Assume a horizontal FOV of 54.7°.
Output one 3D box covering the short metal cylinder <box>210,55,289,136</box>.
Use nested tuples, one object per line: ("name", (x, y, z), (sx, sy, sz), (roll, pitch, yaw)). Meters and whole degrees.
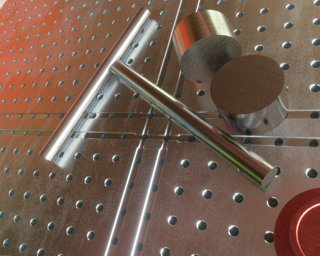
("short metal cylinder", (0.105, -0.038, 0.360), (0.080, 0.050, 0.080), (-13, 56, 21))

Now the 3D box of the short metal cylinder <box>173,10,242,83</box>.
("short metal cylinder", (0.061, -0.105, 0.405), (0.080, 0.080, 0.050), (-22, 54, 15))

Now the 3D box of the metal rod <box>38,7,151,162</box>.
("metal rod", (-0.100, -0.079, 0.509), (0.025, 0.025, 0.300), (20, 72, 35))

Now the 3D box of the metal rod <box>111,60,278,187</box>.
("metal rod", (0.022, -0.024, 0.411), (0.025, 0.025, 0.300), (-47, 51, -5))

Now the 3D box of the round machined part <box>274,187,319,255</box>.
("round machined part", (0.148, 0.096, 0.261), (0.098, 0.042, 0.098), (-13, 56, 21))
